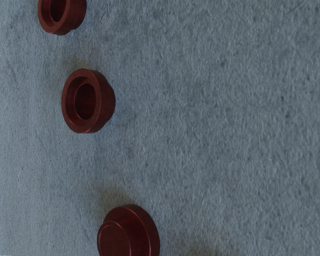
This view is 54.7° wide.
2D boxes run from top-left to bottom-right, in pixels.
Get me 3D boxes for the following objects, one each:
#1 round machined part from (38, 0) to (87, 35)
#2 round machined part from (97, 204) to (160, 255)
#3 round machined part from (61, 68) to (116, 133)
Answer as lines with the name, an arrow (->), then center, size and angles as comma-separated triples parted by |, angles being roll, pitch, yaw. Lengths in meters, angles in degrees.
round machined part -> -0.162, -0.205, 0.524 | 0.098, 0.042, 0.097 | 0, 90, 39
round machined part -> -0.051, 0.160, 0.434 | 0.098, 0.042, 0.097 | 0, 90, 39
round machined part -> -0.107, -0.040, 0.479 | 0.098, 0.042, 0.097 | 0, 90, 39
